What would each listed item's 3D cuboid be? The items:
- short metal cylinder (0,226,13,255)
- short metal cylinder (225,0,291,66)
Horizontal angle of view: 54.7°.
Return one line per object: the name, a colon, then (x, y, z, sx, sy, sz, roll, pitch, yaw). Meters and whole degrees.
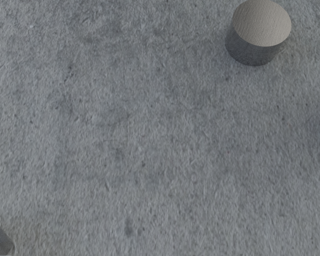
short metal cylinder: (-0.209, 0.130, 0.329, 0.080, 0.080, 0.050, -42, 76, -14)
short metal cylinder: (0.139, -0.137, 0.447, 0.081, 0.050, 0.080, 0, 70, 0)
